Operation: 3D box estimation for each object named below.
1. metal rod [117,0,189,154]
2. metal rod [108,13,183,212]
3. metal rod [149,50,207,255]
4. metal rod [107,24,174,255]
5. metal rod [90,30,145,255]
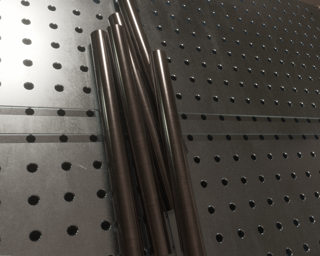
[{"bbox_3d":[-0.019,-0.096,0.457,0.025,0.025,0.299,-5,64,-31],"label":"metal rod"},{"bbox_3d":[-0.024,-0.036,0.418,0.025,0.025,0.299,-4,64,-31],"label":"metal rod"},{"bbox_3d":[0.018,0.030,0.367,0.025,0.025,0.299,5,59,-26],"label":"metal rod"},{"bbox_3d":[-0.030,-0.001,0.381,0.025,0.025,0.299,-1,66,-29],"label":"metal rod"},{"bbox_3d":[-0.057,0.000,0.378,0.025,0.025,0.299,2,61,-28],"label":"metal rod"}]
